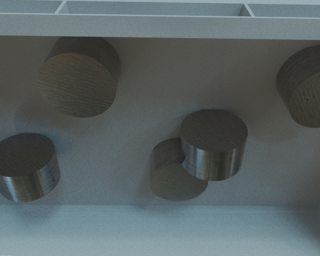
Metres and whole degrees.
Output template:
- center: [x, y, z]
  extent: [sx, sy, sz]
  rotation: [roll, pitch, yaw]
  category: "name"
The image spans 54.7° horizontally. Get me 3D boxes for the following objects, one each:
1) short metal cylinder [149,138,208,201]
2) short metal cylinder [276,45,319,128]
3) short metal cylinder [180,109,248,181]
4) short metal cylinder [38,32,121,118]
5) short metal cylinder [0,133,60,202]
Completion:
- center: [0.026, 0.060, 0.444]
  extent: [0.081, 0.050, 0.079]
  rotation: [0, 130, 0]
  category: "short metal cylinder"
- center: [0.181, -0.046, 0.355]
  extent: [0.081, 0.050, 0.079]
  rotation: [0, 130, 0]
  category: "short metal cylinder"
- center: [0.066, 0.020, 0.390]
  extent: [0.080, 0.080, 0.050]
  rotation: [-1, 130, 1]
  category: "short metal cylinder"
- center: [-0.086, -0.058, 0.342]
  extent: [0.081, 0.050, 0.079]
  rotation: [0, 130, 0]
  category: "short metal cylinder"
- center: [-0.179, 0.051, 0.415]
  extent: [0.081, 0.080, 0.050]
  rotation: [2, 130, -2]
  category: "short metal cylinder"
